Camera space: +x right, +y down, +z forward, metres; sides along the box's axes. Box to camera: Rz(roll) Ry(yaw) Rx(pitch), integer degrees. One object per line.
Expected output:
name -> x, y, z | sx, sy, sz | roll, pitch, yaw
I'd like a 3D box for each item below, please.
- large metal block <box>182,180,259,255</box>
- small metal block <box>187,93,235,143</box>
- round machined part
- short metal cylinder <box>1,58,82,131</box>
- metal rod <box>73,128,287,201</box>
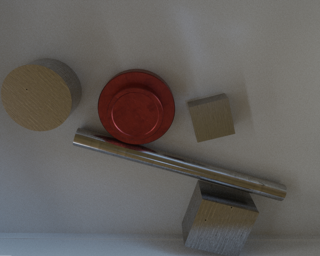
large metal block -> 0.083, 0.131, 0.448 | 0.081, 0.050, 0.079 | 15, 109, -6
small metal block -> 0.067, -0.013, 0.407 | 0.050, 0.025, 0.050 | -14, 110, 4
round machined part -> -0.030, -0.023, 0.393 | 0.099, 0.042, 0.097 | 0, 110, -1
short metal cylinder -> -0.143, -0.042, 0.381 | 0.081, 0.050, 0.079 | 0, 110, -1
metal rod -> 0.032, 0.052, 0.431 | 0.302, 0.025, 0.025 | 16, 109, -7
